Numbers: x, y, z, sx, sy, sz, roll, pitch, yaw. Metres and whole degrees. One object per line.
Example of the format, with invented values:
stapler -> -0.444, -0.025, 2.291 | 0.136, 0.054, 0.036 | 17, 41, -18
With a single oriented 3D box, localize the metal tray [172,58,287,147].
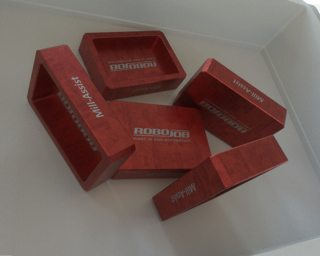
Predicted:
metal tray -> 0.094, -0.027, 0.430 | 0.130, 0.090, 0.030 | 33, 52, -7

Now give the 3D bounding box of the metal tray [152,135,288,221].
metal tray -> 0.059, 0.057, 0.333 | 0.091, 0.129, 0.030 | -13, 69, -34

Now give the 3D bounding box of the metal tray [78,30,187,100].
metal tray -> -0.036, -0.092, 0.438 | 0.131, 0.030, 0.090 | -14, 69, -34

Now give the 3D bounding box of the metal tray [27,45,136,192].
metal tray -> -0.087, -0.008, 0.320 | 0.030, 0.090, 0.130 | -27, 77, -38

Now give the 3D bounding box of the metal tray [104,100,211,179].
metal tray -> -0.002, 0.016, 0.389 | 0.131, 0.030, 0.090 | 3, 60, -27
